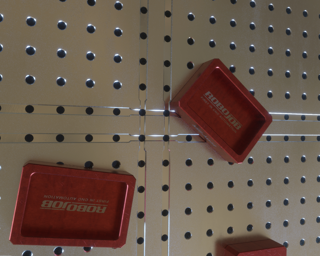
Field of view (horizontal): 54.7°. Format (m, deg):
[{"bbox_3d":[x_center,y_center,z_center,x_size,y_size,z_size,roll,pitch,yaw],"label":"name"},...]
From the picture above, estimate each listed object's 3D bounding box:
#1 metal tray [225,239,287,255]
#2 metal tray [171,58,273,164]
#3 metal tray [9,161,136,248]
[{"bbox_3d":[0.143,0.241,0.465,0.091,0.030,0.129,1,90,-21],"label":"metal tray"},{"bbox_3d":[0.091,-0.023,0.444,0.130,0.030,0.090,43,76,-15],"label":"metal tray"},{"bbox_3d":[-0.101,0.092,0.373,0.131,0.030,0.089,10,87,-20],"label":"metal tray"}]
